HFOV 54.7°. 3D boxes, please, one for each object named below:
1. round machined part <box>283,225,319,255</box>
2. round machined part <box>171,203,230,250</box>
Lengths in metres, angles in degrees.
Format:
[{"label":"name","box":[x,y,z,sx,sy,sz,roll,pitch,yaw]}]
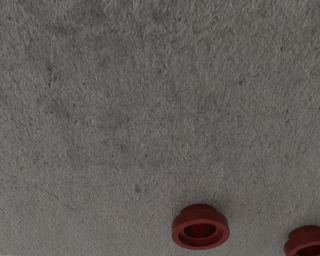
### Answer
[{"label":"round machined part","box":[0.284,0.221,0.587,0.099,0.042,0.097,0,130,0]},{"label":"round machined part","box":[0.069,0.169,0.540,0.099,0.042,0.097,0,130,0]}]
